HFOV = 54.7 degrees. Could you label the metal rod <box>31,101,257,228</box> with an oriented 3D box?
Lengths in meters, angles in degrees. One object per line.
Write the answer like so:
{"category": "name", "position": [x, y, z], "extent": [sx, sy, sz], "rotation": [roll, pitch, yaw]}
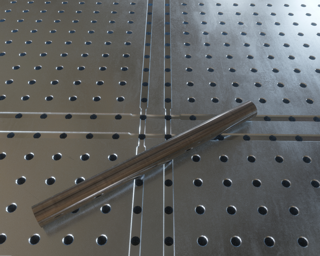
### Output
{"category": "metal rod", "position": [-0.002, 0.034, 0.379], "extent": [0.302, 0.025, 0.025], "rotation": [-25, 55, -20]}
